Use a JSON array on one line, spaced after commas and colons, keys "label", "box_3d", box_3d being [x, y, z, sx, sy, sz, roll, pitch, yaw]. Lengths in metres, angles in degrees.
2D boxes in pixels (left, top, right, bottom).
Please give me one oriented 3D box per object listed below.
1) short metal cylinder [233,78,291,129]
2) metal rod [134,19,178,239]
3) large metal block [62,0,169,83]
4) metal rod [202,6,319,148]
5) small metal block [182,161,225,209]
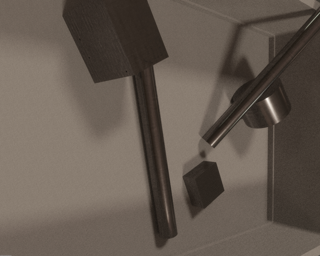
[{"label": "short metal cylinder", "box_3d": [0.170, -0.044, 0.516, 0.080, 0.080, 0.050, -49, 120, -29]}, {"label": "metal rod", "box_3d": [-0.010, -0.003, 0.399, 0.025, 0.025, 0.298, -14, 99, -39]}, {"label": "large metal block", "box_3d": [-0.048, -0.098, 0.332, 0.050, 0.080, 0.080, -36, 113, -34]}, {"label": "metal rod", "box_3d": [0.173, -0.089, 0.469, 0.300, 0.025, 0.025, -48, 123, 2]}, {"label": "small metal block", "box_3d": [0.066, 0.084, 0.465, 0.050, 0.025, 0.050, -30, 109, -36]}]
